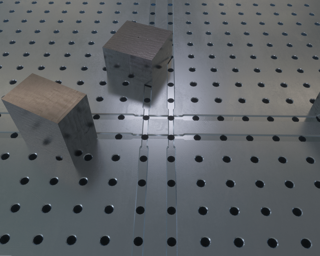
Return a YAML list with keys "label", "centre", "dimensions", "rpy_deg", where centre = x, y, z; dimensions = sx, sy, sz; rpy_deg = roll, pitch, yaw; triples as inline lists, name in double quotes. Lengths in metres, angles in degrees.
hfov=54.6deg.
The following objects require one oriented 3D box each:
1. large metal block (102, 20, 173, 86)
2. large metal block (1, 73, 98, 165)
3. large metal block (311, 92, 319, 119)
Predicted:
- label: "large metal block"
  centre: [-0.033, -0.120, 0.493]
  dimensions: [0.080, 0.050, 0.080]
  rpy_deg: [18, 52, 14]
- label: "large metal block"
  centre: [-0.131, -0.010, 0.380]
  dimensions: [0.080, 0.080, 0.050]
  rpy_deg: [22, 54, 17]
- label: "large metal block"
  centre: [0.268, -0.023, 0.412]
  dimensions: [0.081, 0.050, 0.080]
  rpy_deg: [-11, 51, -9]
